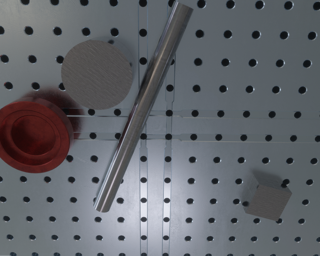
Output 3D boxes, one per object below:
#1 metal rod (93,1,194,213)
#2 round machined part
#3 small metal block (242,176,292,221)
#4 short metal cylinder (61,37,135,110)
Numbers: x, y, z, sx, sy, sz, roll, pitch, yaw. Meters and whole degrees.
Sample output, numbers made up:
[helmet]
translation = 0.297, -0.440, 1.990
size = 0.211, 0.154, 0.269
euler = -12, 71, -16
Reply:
[metal rod]
translation = -0.029, -0.014, 0.408
size = 0.025, 0.025, 0.298
euler = 21, 109, -8
[round machined part]
translation = -0.162, 0.006, 0.405
size = 0.099, 0.042, 0.097
euler = 0, 110, 0
[small metal block]
translation = 0.155, 0.103, 0.453
size = 0.050, 0.025, 0.050
euler = 16, 109, -6
[short metal cylinder]
translation = -0.072, -0.067, 0.374
size = 0.081, 0.050, 0.079
euler = 0, 110, 0
